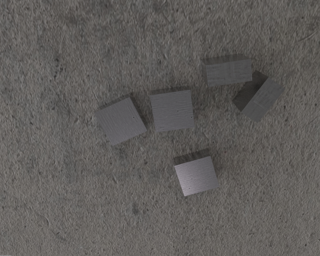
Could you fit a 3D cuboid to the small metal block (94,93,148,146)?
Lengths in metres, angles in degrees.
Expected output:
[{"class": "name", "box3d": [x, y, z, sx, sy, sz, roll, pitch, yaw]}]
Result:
[{"class": "small metal block", "box3d": [-0.050, -0.012, 0.405, 0.050, 0.025, 0.050, -24, 109, 8]}]

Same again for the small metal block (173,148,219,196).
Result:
[{"class": "small metal block", "box3d": [0.051, 0.062, 0.433, 0.050, 0.025, 0.050, -17, 109, 6]}]

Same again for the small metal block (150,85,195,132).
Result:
[{"class": "small metal block", "box3d": [0.016, -0.025, 0.401, 0.050, 0.025, 0.050, -8, 110, 2]}]

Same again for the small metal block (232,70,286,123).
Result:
[{"class": "small metal block", "box3d": [0.120, -0.040, 0.383, 0.025, 0.050, 0.050, 32, 107, -11]}]

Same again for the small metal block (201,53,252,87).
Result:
[{"class": "small metal block", "box3d": [0.078, -0.070, 0.371, 0.050, 0.050, 0.025, -8, 110, 3]}]
